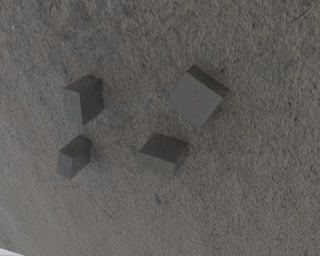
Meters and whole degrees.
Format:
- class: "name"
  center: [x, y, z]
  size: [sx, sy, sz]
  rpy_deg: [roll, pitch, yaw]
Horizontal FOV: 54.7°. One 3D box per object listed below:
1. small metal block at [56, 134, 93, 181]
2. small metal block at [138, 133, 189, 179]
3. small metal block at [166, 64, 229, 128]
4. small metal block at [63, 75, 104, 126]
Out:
- class: "small metal block"
  center: [-0.135, 0.046, 0.491]
  size: [0.025, 0.050, 0.050]
  rpy_deg: [28, 128, 10]
- class: "small metal block"
  center: [0.005, 0.035, 0.410]
  size: [0.050, 0.050, 0.025]
  rpy_deg: [16, 125, 19]
- class: "small metal block"
  center: [0.043, -0.037, 0.362]
  size: [0.050, 0.025, 0.050]
  rpy_deg: [36, 129, 4]
- class: "small metal block"
  center: [-0.102, -0.038, 0.421]
  size: [0.025, 0.050, 0.050]
  rpy_deg: [16, 125, 19]
